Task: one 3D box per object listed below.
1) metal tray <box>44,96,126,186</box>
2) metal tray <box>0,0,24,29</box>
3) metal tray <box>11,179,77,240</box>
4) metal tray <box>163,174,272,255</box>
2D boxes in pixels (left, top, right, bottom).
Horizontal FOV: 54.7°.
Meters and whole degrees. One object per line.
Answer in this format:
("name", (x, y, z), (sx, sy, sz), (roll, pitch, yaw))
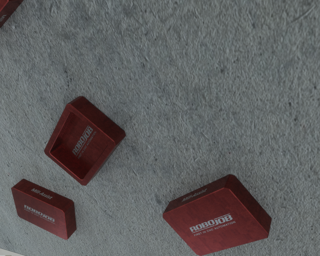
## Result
("metal tray", (-0.120, 0.024, 0.481), (0.090, 0.030, 0.129), (40, 129, 0))
("metal tray", (-0.252, -0.182, 0.424), (0.130, 0.030, 0.090), (-24, 106, 36))
("metal tray", (-0.235, 0.165, 0.630), (0.130, 0.030, 0.089), (18, 126, 17))
("metal tray", (0.078, 0.129, 0.442), (0.090, 0.030, 0.129), (49, 129, -7))
